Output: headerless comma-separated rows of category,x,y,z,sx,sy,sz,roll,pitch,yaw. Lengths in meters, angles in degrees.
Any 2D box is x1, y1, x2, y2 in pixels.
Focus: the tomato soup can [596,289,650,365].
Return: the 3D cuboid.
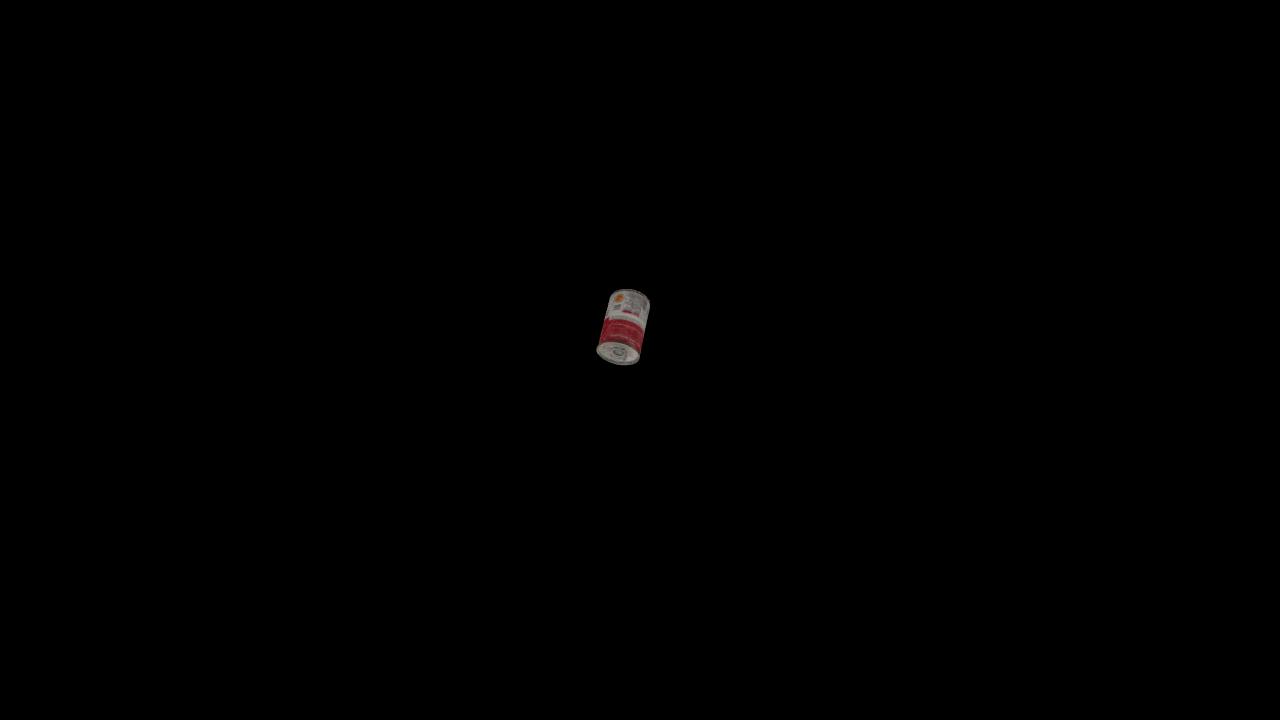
tomato soup can,-0.024,-0.052,0.955,0.068,0.101,0.068,9,-29,5
